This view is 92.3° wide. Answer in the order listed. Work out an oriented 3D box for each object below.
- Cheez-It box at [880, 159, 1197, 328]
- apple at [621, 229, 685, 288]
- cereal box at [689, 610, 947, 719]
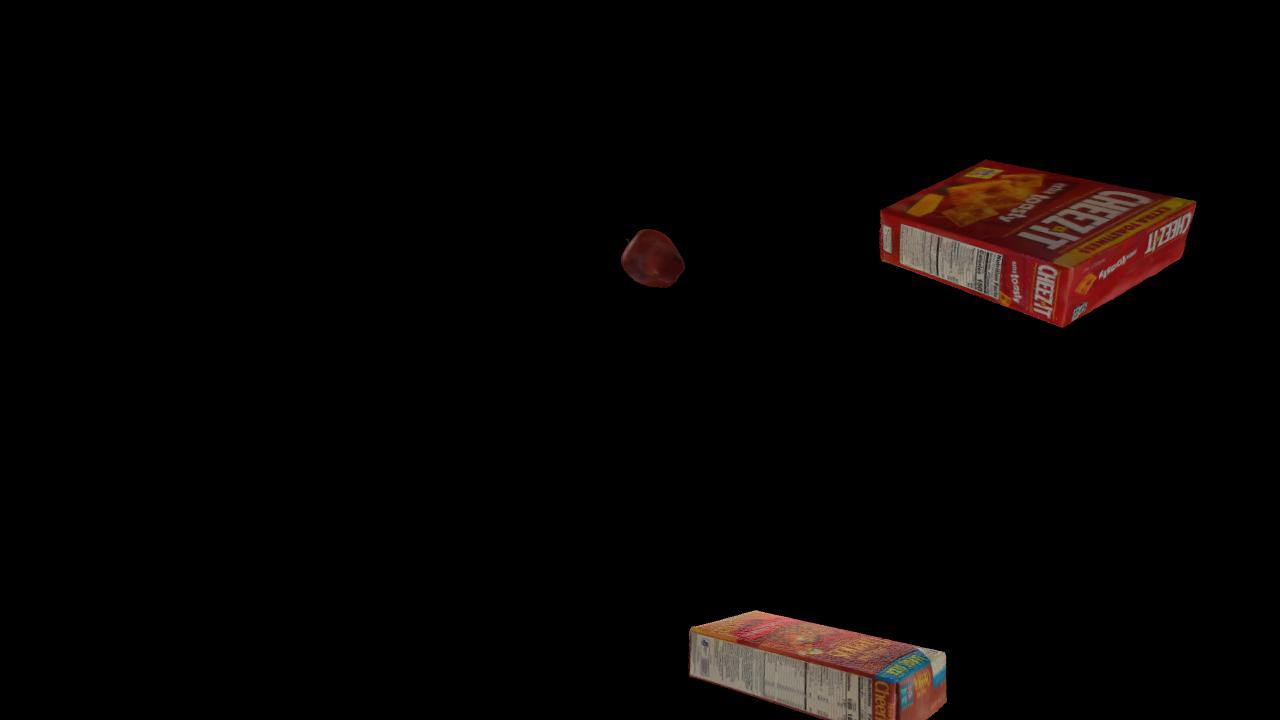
[{"bbox_3d":[0.389,-0.130,0.632,0.166,0.071,0.223,-26,35,-14],"label":"Cheez-It box"},{"bbox_3d":[0.017,-0.145,0.883,0.093,0.079,0.079,34,-6,-10],"label":"apple"},{"bbox_3d":[0.250,0.433,0.877,0.306,0.081,0.203,-6,-14,41],"label":"cereal box"}]
